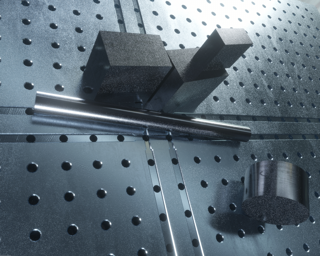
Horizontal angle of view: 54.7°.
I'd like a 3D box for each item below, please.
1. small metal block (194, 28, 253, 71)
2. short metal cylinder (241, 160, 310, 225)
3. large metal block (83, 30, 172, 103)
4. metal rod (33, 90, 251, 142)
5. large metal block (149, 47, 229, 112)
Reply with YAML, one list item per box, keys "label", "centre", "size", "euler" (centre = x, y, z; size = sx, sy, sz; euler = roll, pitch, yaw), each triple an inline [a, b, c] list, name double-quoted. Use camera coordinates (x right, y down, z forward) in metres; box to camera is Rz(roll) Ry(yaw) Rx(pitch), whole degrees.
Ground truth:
- label: "small metal block"
  centre: [0.081, -0.100, 0.396]
  size: [0.050, 0.050, 0.025]
  euler: [-13, 69, -34]
- label: "short metal cylinder"
  centre: [0.150, 0.086, 0.404]
  size: [0.080, 0.080, 0.050]
  euler: [27, 52, -12]
- label: "large metal block"
  centre: [-0.044, -0.075, 0.396]
  size: [0.081, 0.080, 0.050]
  euler: [-6, 65, -31]
- label: "metal rod"
  centre: [-0.005, -0.010, 0.413]
  size: [0.302, 0.025, 0.025]
  euler: [8, 58, -24]
- label: "large metal block"
  centre: [0.033, -0.066, 0.433]
  size: [0.081, 0.080, 0.050]
  euler: [-15, 70, -35]
